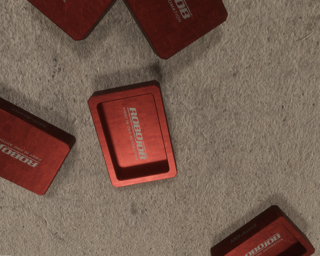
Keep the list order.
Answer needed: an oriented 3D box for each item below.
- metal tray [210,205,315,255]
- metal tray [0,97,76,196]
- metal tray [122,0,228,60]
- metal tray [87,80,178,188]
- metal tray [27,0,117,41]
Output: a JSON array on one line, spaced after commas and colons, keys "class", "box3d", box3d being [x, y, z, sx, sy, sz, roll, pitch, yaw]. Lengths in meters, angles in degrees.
[{"class": "metal tray", "box3d": [0.156, 0.190, 0.479, 0.130, 0.030, 0.090, -41, 106, 13]}, {"class": "metal tray", "box3d": [-0.192, 0.023, 0.413, 0.131, 0.030, 0.090, 30, 107, -11]}, {"class": "metal tray", "box3d": [0.005, -0.152, 0.330, 0.090, 0.030, 0.130, -34, 119, 1]}, {"class": "metal tray", "box3d": [-0.033, 0.009, 0.410, 0.090, 0.030, 0.129, -11, 110, 3]}, {"class": "metal tray", "box3d": [-0.084, -0.175, 0.342, 0.090, 0.030, 0.130, 40, 105, -14]}]
